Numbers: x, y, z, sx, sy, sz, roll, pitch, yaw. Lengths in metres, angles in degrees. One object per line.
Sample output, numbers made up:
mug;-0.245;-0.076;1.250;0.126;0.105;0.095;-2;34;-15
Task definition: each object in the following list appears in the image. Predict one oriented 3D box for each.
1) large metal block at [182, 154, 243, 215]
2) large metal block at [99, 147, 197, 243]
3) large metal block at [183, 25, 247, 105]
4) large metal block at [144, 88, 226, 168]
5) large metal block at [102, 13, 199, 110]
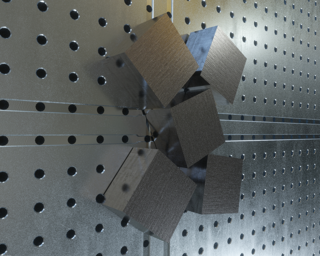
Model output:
large metal block;0.073;0.080;0.453;0.081;0.050;0.080;12;83;-40
large metal block;-0.012;0.080;0.380;0.080;0.050;0.080;45;63;-30
large metal block;0.075;-0.087;0.453;0.080;0.050;0.080;33;70;-38
large metal block;0.036;-0.002;0.421;0.081;0.050;0.080;-28;108;-36
large metal block;-0.009;-0.080;0.384;0.080;0.050;0.080;-51;120;-27
